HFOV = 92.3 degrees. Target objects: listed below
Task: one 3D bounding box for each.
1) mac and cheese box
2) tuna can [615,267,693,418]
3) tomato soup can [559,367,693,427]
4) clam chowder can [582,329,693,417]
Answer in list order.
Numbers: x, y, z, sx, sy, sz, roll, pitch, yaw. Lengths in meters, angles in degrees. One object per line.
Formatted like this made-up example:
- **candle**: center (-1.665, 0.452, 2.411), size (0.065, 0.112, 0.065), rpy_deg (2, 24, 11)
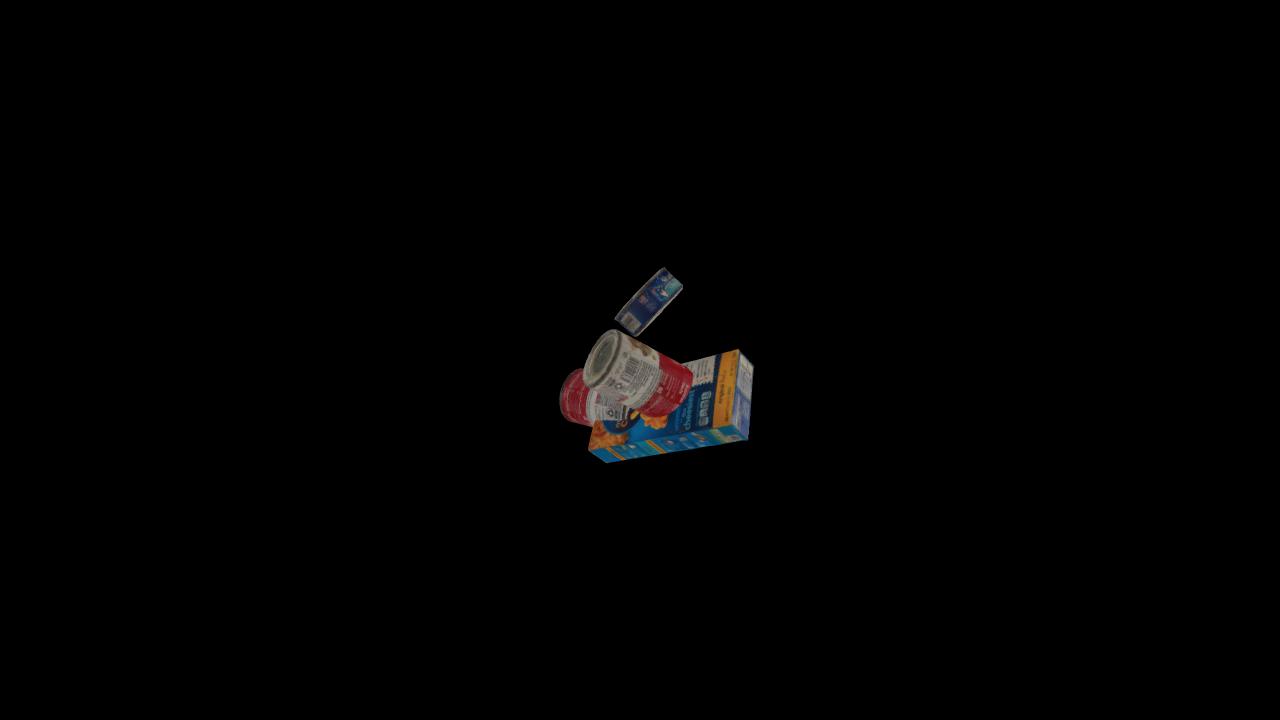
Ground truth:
- **mac and cheese box**: center (0.031, 0.053, 0.665), size (0.184, 0.093, 0.041), rpy_deg (-16, -42, 34)
- **tuna can**: center (0.011, -0.066, 0.712), size (0.034, 0.084, 0.084), rpy_deg (44, 0, 0)
- **tomato soup can**: center (-0.035, 0.050, 0.721), size (0.101, 0.068, 0.068), rpy_deg (10, 6, 37)
- **clam chowder can**: center (0.000, 0.019, 0.642), size (0.102, 0.068, 0.068), rpy_deg (27, -12, -25)
